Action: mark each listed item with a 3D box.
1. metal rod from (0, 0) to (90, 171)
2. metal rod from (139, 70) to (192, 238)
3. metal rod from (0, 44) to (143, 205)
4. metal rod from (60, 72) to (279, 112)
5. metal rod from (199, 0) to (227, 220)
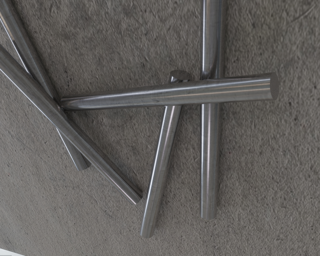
[{"bbox_3d":[-0.174,-0.066,0.457,0.025,0.025,0.299,-7,115,31],"label":"metal rod"},{"bbox_3d":[0.001,0.058,0.442,0.025,0.025,0.298,22,127,15],"label":"metal rod"},{"bbox_3d":[-0.130,0.005,0.456,0.025,0.025,0.300,-28,110,37],"label":"metal rod"},{"bbox_3d":[-0.017,-0.037,0.365,0.300,0.025,0.025,0,119,38],"label":"metal rod"},{"bbox_3d":[0.060,-0.006,0.371,0.025,0.025,0.298,10,123,23],"label":"metal rod"}]
